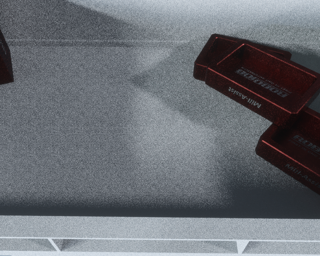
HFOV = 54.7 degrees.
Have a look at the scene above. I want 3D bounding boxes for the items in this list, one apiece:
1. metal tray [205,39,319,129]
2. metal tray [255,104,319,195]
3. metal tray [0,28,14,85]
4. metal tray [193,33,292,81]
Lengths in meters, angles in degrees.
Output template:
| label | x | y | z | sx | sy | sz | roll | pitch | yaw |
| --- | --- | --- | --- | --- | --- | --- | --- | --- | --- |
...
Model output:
| label | x | y | z | sx | sy | sz | roll | pitch | yaw |
| --- | --- | --- | --- | --- | --- | --- | --- | --- | --- |
| metal tray | 0.138 | -0.064 | 0.416 | 0.130 | 0.030 | 0.090 | 35 | 58 | 26 |
| metal tray | 0.197 | 0.030 | 0.377 | 0.130 | 0.030 | 0.090 | 35 | 58 | 26 |
| metal tray | -0.254 | -0.137 | 0.450 | 0.030 | 0.129 | 0.090 | -17 | 52 | -13 |
| metal tray | 0.128 | -0.098 | 0.484 | 0.130 | 0.030 | 0.090 | 19 | 53 | 15 |
